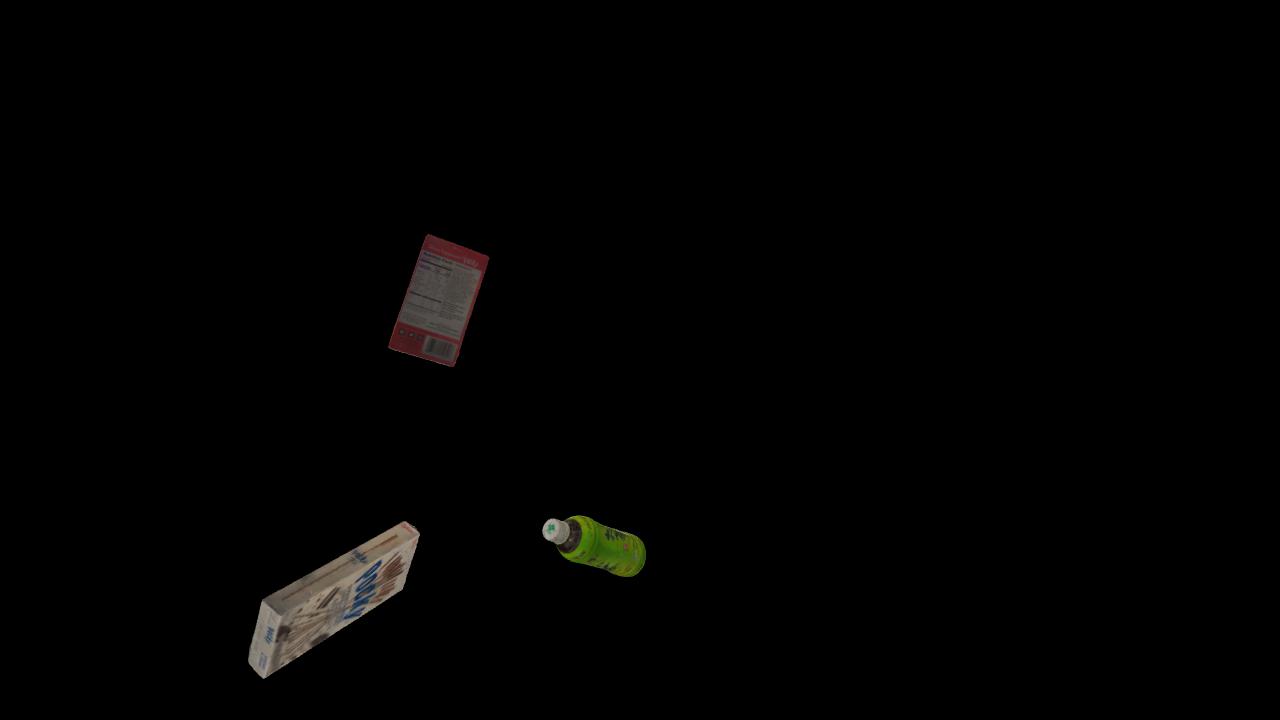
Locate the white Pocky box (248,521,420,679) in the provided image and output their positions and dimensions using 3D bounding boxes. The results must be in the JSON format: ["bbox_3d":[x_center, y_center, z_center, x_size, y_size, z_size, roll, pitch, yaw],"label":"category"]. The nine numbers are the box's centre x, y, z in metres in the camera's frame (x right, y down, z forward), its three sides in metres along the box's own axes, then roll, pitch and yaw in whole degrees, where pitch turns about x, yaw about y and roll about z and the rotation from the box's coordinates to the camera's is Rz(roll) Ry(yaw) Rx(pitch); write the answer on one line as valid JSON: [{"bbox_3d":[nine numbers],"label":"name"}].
[{"bbox_3d":[-0.282,0.220,0.581,0.028,0.084,0.154,31,23,18],"label":"white Pocky box"}]

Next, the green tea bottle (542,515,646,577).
[{"bbox_3d":[-0.072,0.283,0.944,0.073,0.073,0.212,0,-24,37],"label":"green tea bottle"}]

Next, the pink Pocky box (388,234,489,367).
[{"bbox_3d":[-0.260,-0.076,0.798,0.084,0.155,0.029,19,-7,-22],"label":"pink Pocky box"}]
